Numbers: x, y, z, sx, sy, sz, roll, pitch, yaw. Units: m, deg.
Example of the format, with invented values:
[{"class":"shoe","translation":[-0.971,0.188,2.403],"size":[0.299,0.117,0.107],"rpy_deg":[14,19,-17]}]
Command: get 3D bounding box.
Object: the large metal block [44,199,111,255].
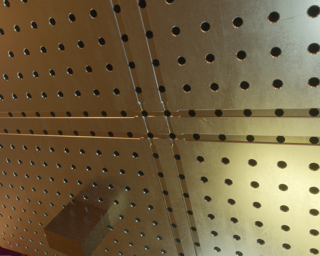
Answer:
[{"class":"large metal block","translation":[-0.149,0.186,0.571],"size":[0.080,0.080,0.050],"rpy_deg":[12,124,22]}]
